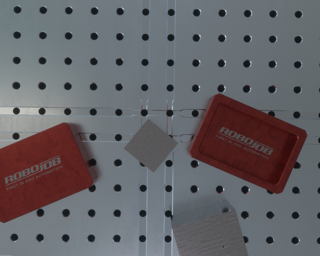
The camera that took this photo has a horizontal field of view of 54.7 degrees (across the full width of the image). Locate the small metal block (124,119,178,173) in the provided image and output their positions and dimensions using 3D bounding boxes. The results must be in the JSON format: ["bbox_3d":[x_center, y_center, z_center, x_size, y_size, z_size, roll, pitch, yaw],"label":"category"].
[{"bbox_3d":[-0.012,0.023,0.413,0.050,0.025,0.050,39,90,0],"label":"small metal block"}]

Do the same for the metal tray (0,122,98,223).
[{"bbox_3d":[-0.161,0.057,0.410,0.131,0.030,0.090,-23,90,0],"label":"metal tray"}]

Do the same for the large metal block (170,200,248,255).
[{"bbox_3d":[0.064,0.148,0.401,0.080,0.050,0.080,-16,90,0],"label":"large metal block"}]

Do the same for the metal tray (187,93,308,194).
[{"bbox_3d":[0.114,0.020,0.411,0.131,0.030,0.090,23,90,0],"label":"metal tray"}]
